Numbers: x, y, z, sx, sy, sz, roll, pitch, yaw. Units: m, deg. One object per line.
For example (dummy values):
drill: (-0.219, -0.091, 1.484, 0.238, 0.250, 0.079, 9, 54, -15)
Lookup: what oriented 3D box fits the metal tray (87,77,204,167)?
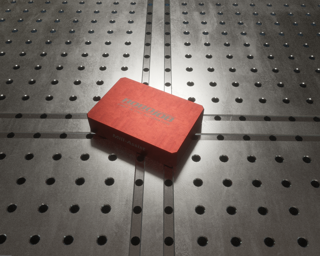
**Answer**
metal tray: (-0.018, -0.013, 0.415, 0.130, 0.030, 0.090, 22, 53, 17)
